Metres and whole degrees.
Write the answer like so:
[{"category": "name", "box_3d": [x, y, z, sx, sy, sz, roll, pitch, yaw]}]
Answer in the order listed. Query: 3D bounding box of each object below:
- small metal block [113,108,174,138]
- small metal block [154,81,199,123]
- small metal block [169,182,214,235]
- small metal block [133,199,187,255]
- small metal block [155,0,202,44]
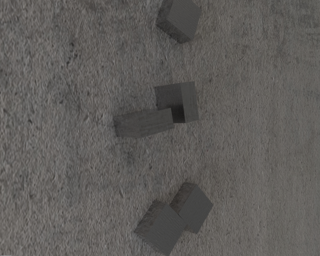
[{"category": "small metal block", "box_3d": [-0.020, -0.007, 0.371, 0.050, 0.050, 0.025, -16, 101, -39]}, {"category": "small metal block", "box_3d": [0.021, -0.033, 0.406, 0.025, 0.050, 0.050, -13, 99, -39]}, {"category": "small metal block", "box_3d": [0.043, 0.113, 0.441, 0.050, 0.025, 0.050, 52, 59, -27]}, {"category": "small metal block", "box_3d": [0.001, 0.131, 0.406, 0.050, 0.025, 0.050, 51, 61, -28]}, {"category": "small metal block", "box_3d": [0.026, -0.153, 0.426, 0.050, 0.025, 0.050, 27, 73, -37]}]
